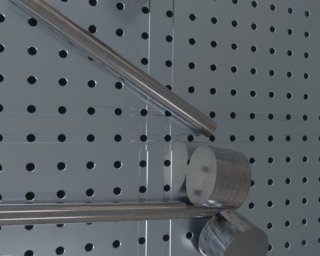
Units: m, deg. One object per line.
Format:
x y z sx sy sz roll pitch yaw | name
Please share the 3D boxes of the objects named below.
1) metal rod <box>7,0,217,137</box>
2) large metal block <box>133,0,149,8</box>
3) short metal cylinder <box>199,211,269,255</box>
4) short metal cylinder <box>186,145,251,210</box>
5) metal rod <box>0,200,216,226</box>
-0.048 -0.076 0.395 0.301 0.025 0.025 33 79 -17 | metal rod
-0.008 -0.209 0.380 0.050 0.080 0.080 36 79 -17 | large metal block
0.101 0.161 0.426 0.081 0.050 0.079 -8 109 -26 | short metal cylinder
0.075 0.066 0.412 0.050 0.080 0.080 12 86 -20 | short metal cylinder
-0.069 0.105 0.387 0.302 0.025 0.025 4 89 -20 | metal rod
